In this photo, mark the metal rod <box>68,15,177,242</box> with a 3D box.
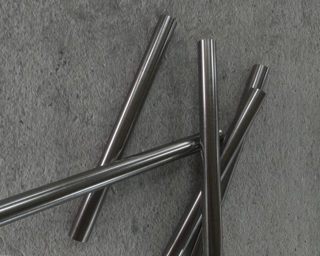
[{"bbox_3d":[-0.044,-0.006,0.392,0.025,0.025,0.299,24,82,-19],"label":"metal rod"}]

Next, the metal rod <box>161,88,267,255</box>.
[{"bbox_3d":[0.065,0.081,0.418,0.025,0.025,0.299,30,85,-18],"label":"metal rod"}]

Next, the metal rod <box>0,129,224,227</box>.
[{"bbox_3d":[-0.045,0.049,0.366,0.302,0.025,0.025,-17,96,-29],"label":"metal rod"}]

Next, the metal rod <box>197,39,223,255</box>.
[{"bbox_3d":[0.064,0.034,0.398,0.025,0.025,0.298,2,83,-20],"label":"metal rod"}]

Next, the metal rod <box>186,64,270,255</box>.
[{"bbox_3d":[0.098,0.049,0.445,0.025,0.025,0.299,24,82,-19],"label":"metal rod"}]
